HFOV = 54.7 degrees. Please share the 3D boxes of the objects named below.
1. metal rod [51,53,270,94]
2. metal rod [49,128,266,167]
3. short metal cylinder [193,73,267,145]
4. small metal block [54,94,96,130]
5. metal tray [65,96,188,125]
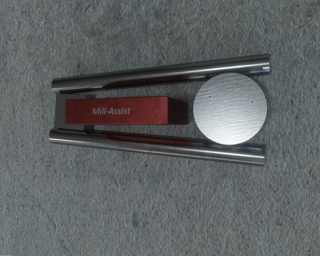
[{"bbox_3d":[-0.013,-0.069,0.415,0.301,0.025,0.025,-3,89,19],"label":"metal rod"},{"bbox_3d":[-0.017,0.022,0.416,0.301,0.025,0.025,5,92,19],"label":"metal rod"},{"bbox_3d":[0.085,-0.021,0.366,0.080,0.050,0.079,0,90,20],"label":"short metal cylinder"},{"bbox_3d":[-0.125,-0.023,0.455,0.050,0.025,0.050,5,92,19],"label":"small metal block"},{"bbox_3d":[-0.039,-0.019,0.388,0.130,0.090,0.030,0,90,20],"label":"metal tray"}]
